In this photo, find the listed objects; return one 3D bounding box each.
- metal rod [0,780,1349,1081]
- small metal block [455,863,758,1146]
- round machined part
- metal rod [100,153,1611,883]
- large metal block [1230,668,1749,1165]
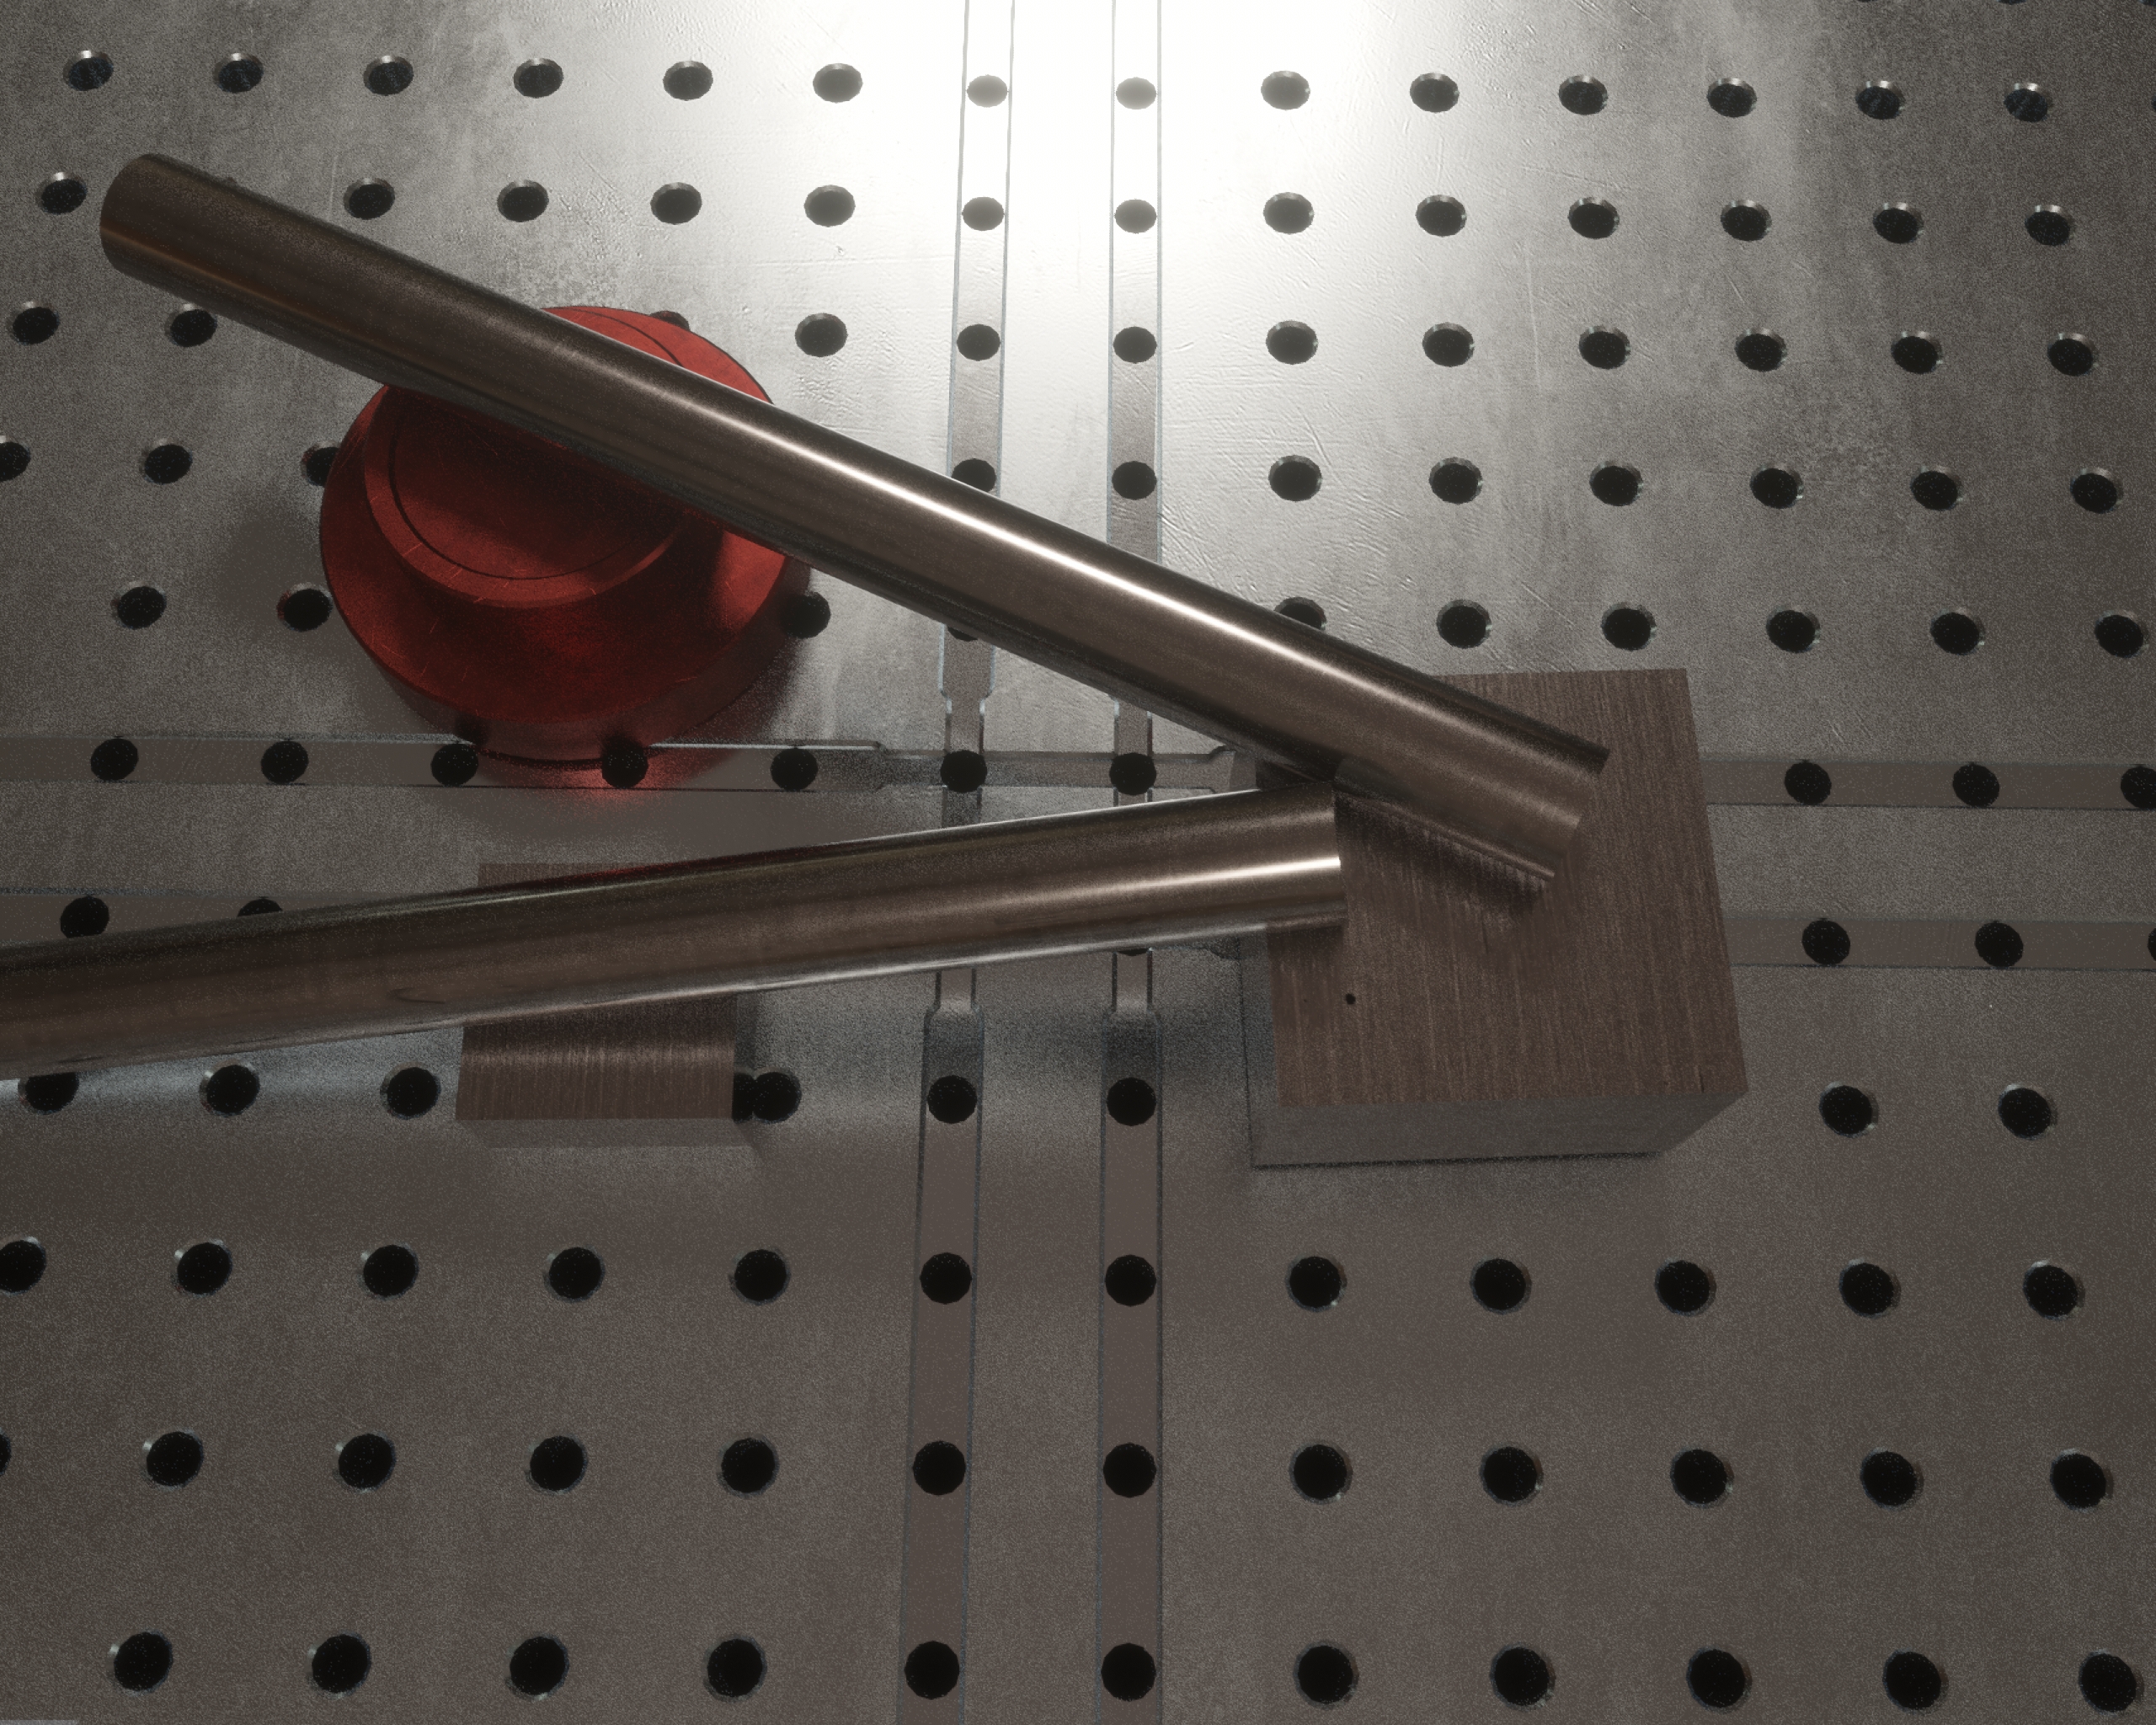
[{"bbox_3d":[-0.104,0.016,0.375,0.301,0.025,0.025,-7,70,8],"label":"metal rod"},{"bbox_3d":[-0.089,0.028,0.401,0.050,0.025,0.050,0,70,-1],"label":"small metal block"},{"bbox_3d":[-0.106,-0.074,0.428,0.099,0.042,0.098,0,70,-1],"label":"round machined part"},{"bbox_3d":[-0.049,-0.068,0.385,0.301,0.025,0.025,24,72,11],"label":"metal rod"},{"bbox_3d":[0.073,0.011,0.392,0.081,0.050,0.080,-2,70,-1],"label":"large metal block"}]
